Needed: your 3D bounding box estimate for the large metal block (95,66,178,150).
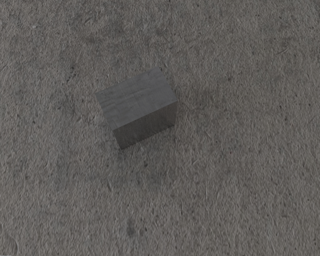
[{"bbox_3d":[-0.027,-0.022,0.387,0.080,0.080,0.050,-25,72,-9],"label":"large metal block"}]
